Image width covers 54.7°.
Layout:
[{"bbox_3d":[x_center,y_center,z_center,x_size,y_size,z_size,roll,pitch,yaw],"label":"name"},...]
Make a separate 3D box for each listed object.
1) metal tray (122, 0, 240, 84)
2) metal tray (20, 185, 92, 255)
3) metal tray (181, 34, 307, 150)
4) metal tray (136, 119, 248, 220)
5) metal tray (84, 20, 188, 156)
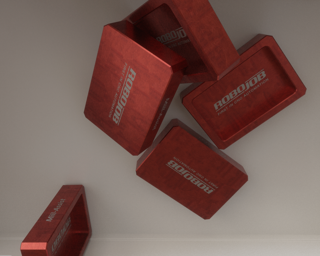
[{"bbox_3d":[0.013,-0.091,0.321,0.030,0.130,0.090,-42,110,-16],"label":"metal tray"},{"bbox_3d":[-0.128,0.145,0.406,0.030,0.130,0.089,-2,110,6],"label":"metal tray"},{"bbox_3d":[0.103,-0.044,0.393,0.130,0.030,0.090,-37,107,12],"label":"metal tray"},{"bbox_3d":[0.044,0.059,0.431,0.130,0.030,0.090,36,106,-13],"label":"metal tray"},{"bbox_3d":[-0.034,-0.041,0.350,0.090,0.030,0.129,37,131,15],"label":"metal tray"}]
